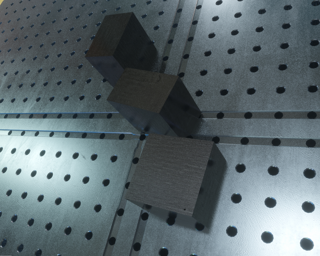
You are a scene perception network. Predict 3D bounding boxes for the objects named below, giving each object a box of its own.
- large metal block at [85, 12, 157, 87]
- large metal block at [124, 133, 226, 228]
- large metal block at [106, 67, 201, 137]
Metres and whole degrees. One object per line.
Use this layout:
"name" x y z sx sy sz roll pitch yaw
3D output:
"large metal block" -0.056 -0.114 0.471 0.050 0.080 0.080 5 64 30
"large metal block" 0.019 0.056 0.347 0.080 0.050 0.080 7 65 31
"large metal block" -0.005 -0.027 0.391 0.080 0.080 0.050 16 70 34
